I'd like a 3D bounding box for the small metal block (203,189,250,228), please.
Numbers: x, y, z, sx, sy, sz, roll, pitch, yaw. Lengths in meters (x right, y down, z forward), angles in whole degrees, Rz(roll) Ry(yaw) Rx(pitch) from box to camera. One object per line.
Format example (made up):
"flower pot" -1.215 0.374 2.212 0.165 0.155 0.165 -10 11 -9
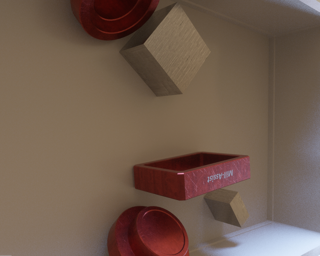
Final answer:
"small metal block" 0.103 0.122 0.480 0.025 0.050 0.050 -43 116 -32

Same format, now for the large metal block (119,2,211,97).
"large metal block" 0.009 -0.098 0.400 0.080 0.050 0.080 48 61 -30

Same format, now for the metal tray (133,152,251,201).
"metal tray" 0.043 0.057 0.402 0.131 0.090 0.030 -7 95 -40

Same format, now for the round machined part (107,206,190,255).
"round machined part" -0.006 0.130 0.356 0.099 0.098 0.042 9 128 -40

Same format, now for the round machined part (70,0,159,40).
"round machined part" -0.050 -0.146 0.331 0.099 0.097 0.042 -17 63 -39
